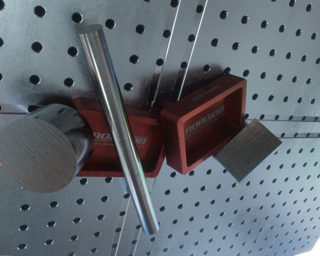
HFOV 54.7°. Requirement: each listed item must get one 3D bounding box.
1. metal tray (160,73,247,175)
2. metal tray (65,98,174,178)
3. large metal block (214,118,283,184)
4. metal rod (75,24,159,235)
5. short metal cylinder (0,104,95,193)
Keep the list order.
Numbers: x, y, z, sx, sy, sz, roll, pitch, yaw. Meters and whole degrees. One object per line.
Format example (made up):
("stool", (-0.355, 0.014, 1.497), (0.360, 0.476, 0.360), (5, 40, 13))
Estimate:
("metal tray", (0.063, -0.008, 0.413), (0.131, 0.030, 0.089), (-31, 131, -30))
("metal tray", (-0.051, 0.017, 0.390), (0.131, 0.030, 0.089), (7, 115, -32))
("large metal block", (0.132, 0.038, 0.468), (0.080, 0.050, 0.080), (-44, 160, 2))
("metal rod", (-0.039, 0.028, 0.368), (0.025, 0.025, 0.298), (-23, 127, -15))
("short metal cylinder", (-0.115, 0.020, 0.321), (0.080, 0.050, 0.079), (3, 110, 8))
